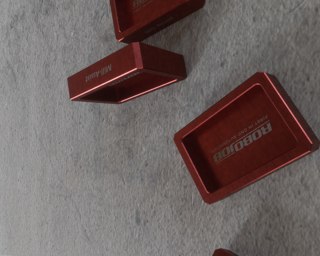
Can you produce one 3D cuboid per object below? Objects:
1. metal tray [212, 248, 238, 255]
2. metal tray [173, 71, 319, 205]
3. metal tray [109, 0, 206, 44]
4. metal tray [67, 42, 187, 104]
[{"bbox_3d":[0.071,0.202,0.308,0.090,0.030,0.130,22,80,38],"label":"metal tray"},{"bbox_3d":[0.084,0.014,0.331,0.130,0.030,0.090,-39,67,32],"label":"metal tray"},{"bbox_3d":[-0.010,-0.176,0.407,0.130,0.030,0.090,-16,80,38],"label":"metal tray"},{"bbox_3d":[-0.043,-0.064,0.396,0.130,0.091,0.030,-16,80,38],"label":"metal tray"}]
